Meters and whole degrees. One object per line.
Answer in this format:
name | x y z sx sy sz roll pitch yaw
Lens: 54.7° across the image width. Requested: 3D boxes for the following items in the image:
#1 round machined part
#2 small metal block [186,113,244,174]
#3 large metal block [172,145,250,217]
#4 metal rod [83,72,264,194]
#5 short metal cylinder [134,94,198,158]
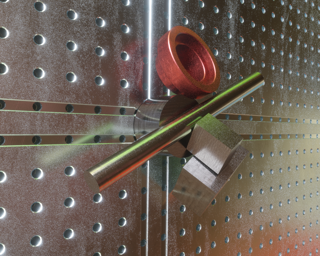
round machined part | 0.033 -0.082 0.412 0.099 0.042 0.098 25 52 -35
small metal block | 0.064 0.019 0.369 0.025 0.050 0.050 -37 155 -34
large metal block | 0.067 0.062 0.421 0.080 0.050 0.080 -43 161 -32
metal rod | 0.041 -0.011 0.380 0.302 0.025 0.025 -31 109 -36
short metal cylinder | 0.014 -0.003 0.406 0.081 0.050 0.079 0 90 -40
